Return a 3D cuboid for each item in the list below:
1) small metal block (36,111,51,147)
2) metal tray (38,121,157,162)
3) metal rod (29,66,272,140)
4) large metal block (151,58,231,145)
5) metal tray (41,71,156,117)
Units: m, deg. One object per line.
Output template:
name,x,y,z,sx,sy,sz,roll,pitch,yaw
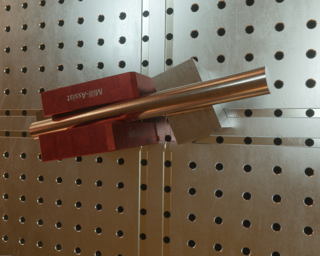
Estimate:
small metal block,-0.150,0.000,0.450,0.025,0.050,0.050,-9,87,19
metal tray,-0.069,0.015,0.380,0.090,0.130,0.030,-10,87,19
metal rod,-0.034,-0.019,0.343,0.300,0.025,0.025,-10,87,28
large metal block,0.040,-0.028,0.367,0.050,0.080,0.080,-24,82,18
metal tray,-0.072,-0.039,0.401,0.130,0.090,0.030,-9,88,19
